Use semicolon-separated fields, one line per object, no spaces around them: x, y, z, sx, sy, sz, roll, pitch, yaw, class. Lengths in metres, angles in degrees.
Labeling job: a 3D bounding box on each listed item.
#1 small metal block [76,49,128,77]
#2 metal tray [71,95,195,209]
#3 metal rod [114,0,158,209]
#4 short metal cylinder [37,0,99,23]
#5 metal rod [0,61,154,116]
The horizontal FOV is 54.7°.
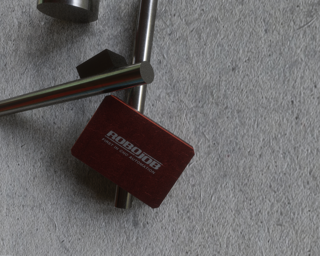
-0.076;-0.079;0.422;0.050;0.050;0.025;-26;82;18;small metal block
-0.033;0.029;0.395;0.130;0.030;0.090;33;93;1;metal tray
-0.032;-0.041;0.420;0.025;0.025;0.298;8;93;20;metal rod
-0.123;-0.182;0.423;0.080;0.080;0.050;6;92;20;short metal cylinder
-0.137;-0.045;0.417;0.300;0.025;0.025;-7;88;34;metal rod
